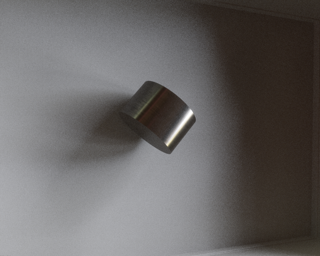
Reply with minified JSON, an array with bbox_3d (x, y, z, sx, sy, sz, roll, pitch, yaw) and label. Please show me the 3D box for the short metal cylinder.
[{"bbox_3d":[-0.003,-0.012,0.381,0.080,0.080,0.050,42,77,-16],"label":"short metal cylinder"}]
